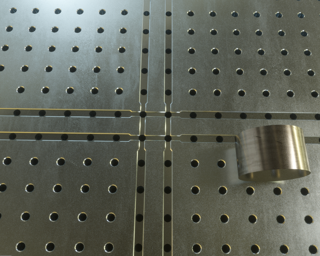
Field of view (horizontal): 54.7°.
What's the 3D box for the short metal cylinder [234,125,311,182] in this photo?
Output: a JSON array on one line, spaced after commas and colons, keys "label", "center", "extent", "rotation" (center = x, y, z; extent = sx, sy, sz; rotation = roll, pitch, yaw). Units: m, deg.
[{"label": "short metal cylinder", "center": [0.133, 0.033, 0.372], "extent": [0.081, 0.080, 0.050], "rotation": [-1, 70, -1]}]
